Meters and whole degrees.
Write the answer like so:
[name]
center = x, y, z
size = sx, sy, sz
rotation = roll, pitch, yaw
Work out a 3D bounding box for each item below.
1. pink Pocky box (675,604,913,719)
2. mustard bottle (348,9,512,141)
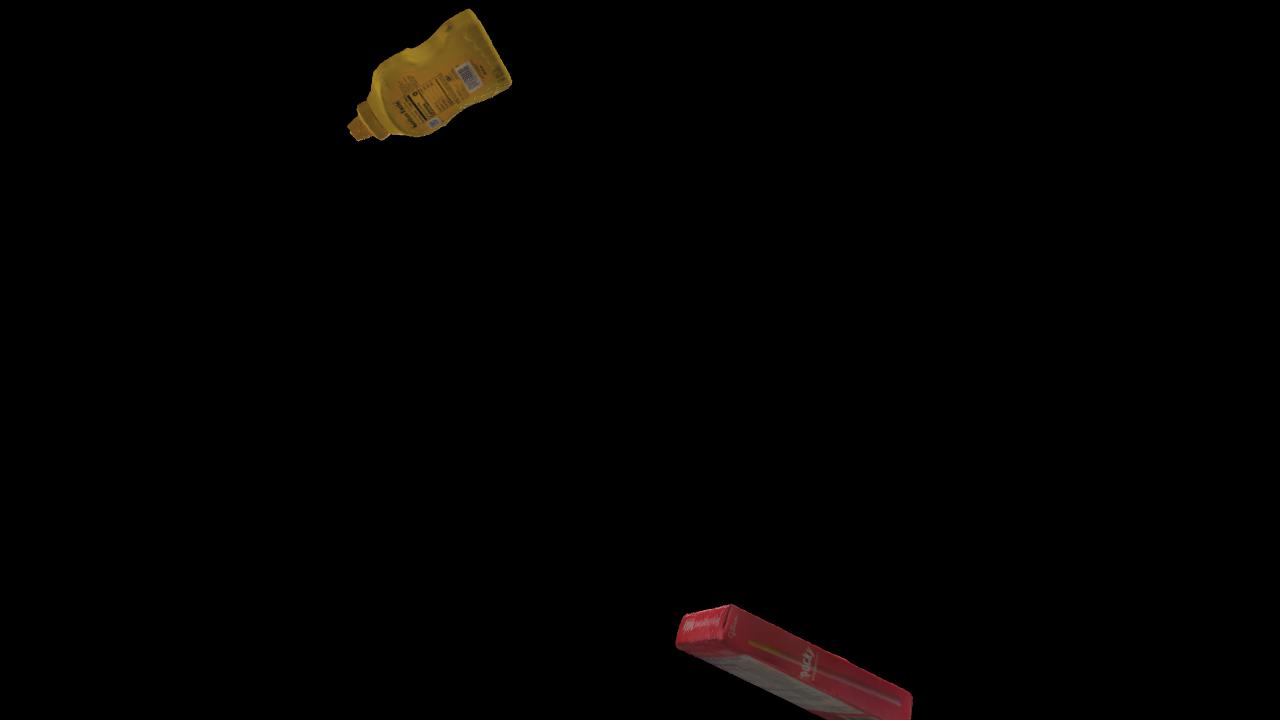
[pink Pocky box]
center = 0.110, 0.229, 0.456
size = 0.155, 0.029, 0.084
rotation = 28, -33, -6
[mustard bottle]
center = -0.238, -0.295, 0.674
size = 0.184, 0.054, 0.092
rotation = -32, -23, 1
